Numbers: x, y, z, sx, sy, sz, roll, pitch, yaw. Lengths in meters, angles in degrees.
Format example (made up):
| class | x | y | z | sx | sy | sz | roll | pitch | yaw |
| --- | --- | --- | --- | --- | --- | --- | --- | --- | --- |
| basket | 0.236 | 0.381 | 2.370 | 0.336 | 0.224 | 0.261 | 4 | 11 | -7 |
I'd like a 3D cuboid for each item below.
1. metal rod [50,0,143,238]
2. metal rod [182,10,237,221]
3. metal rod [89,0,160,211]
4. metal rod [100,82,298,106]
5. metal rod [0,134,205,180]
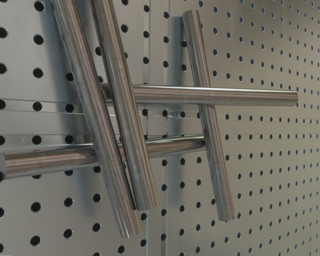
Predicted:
| class | x | y | z | sx | sy | sz | roll | pitch | yaw |
| --- | --- | --- | --- | --- | --- | --- | --- | --- | --- |
| metal rod | -0.071 | -0.030 | 0.326 | 0.025 | 0.025 | 0.298 | -19 | 95 | -39 |
| metal rod | 0.070 | -0.019 | 0.443 | 0.025 | 0.025 | 0.298 | -8 | 87 | -40 |
| metal rod | -0.046 | -0.060 | 0.338 | 0.025 | 0.025 | 0.298 | -12 | 87 | -40 |
| metal rod | 0.067 | -0.043 | 0.416 | 0.303 | 0.025 | 0.025 | -1 | 91 | -25 |
| metal rod | -0.031 | 0.028 | 0.385 | 0.302 | 0.025 | 0.025 | -4 | 93 | -40 |
